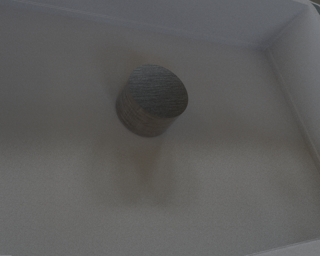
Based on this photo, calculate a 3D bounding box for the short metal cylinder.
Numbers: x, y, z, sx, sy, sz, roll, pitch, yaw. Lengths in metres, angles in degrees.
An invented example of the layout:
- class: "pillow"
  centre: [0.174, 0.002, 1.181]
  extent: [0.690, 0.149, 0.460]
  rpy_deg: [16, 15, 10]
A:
- class: "short metal cylinder"
  centre: [-0.011, -0.035, 0.402]
  extent: [0.081, 0.050, 0.080]
  rpy_deg: [13, 56, -21]
